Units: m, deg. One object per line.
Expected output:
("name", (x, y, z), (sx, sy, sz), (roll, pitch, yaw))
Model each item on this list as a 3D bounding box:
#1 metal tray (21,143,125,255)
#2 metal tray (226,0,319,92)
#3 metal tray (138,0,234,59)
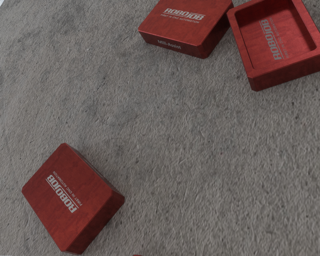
("metal tray", (-0.118, 0.088, 0.409), (0.130, 0.030, 0.090), (34, 80, 38))
("metal tray", (0.145, -0.117, 0.396), (0.090, 0.030, 0.130), (-18, 55, 17))
("metal tray", (0.039, -0.164, 0.480), (0.130, 0.030, 0.090), (27, 76, 37))
